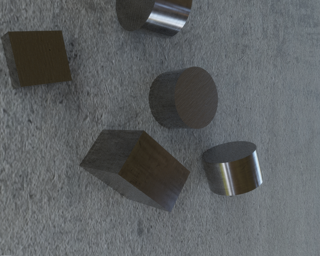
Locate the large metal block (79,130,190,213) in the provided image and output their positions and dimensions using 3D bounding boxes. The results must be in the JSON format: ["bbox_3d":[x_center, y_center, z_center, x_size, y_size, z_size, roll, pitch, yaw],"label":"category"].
[{"bbox_3d":[-0.028,0.046,0.345,0.080,0.080,0.050,44,64,-32],"label":"large metal block"}]

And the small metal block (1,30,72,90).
[{"bbox_3d":[-0.120,-0.067,0.304,0.050,0.025,0.050,-16,101,-39],"label":"small metal block"}]

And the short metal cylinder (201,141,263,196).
[{"bbox_3d":[0.107,0.058,0.459,0.081,0.080,0.050,-26,107,-37],"label":"short metal cylinder"}]

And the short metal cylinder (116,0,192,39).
[{"bbox_3d":[-0.008,-0.149,0.361,0.050,0.080,0.079,-1,91,-40],"label":"short metal cylinder"}]

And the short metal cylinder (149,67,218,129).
[{"bbox_3d":[0.032,-0.039,0.415,0.081,0.050,0.079,0,90,-40],"label":"short metal cylinder"}]
